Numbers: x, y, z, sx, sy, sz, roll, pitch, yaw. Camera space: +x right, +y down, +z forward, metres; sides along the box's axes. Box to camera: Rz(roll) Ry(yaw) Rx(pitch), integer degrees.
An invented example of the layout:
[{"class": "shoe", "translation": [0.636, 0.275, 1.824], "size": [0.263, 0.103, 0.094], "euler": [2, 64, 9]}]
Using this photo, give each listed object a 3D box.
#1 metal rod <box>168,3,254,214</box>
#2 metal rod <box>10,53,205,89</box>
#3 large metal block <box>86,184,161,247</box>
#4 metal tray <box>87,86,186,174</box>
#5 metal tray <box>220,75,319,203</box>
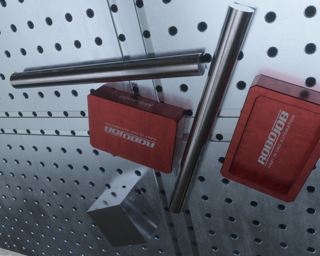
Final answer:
[{"class": "metal rod", "translation": [0.051, 0.002, 0.384], "size": [0.025, 0.025, 0.298], "euler": [23, 127, 14]}, {"class": "metal rod", "translation": [-0.088, -0.072, 0.411], "size": [0.301, 0.025, 0.025], "euler": [1, 119, 27]}, {"class": "large metal block", "translation": [-0.060, 0.147, 0.516], "size": [0.080, 0.050, 0.080], "euler": [-22, 107, 35]}, {"class": "metal tray", "translation": [-0.035, 0.002, 0.426], "size": [0.130, 0.030, 0.089], "euler": [17, 125, 17]}, {"class": "metal tray", "translation": [0.129, 0.015, 0.348], "size": [0.090, 0.030, 0.129], "euler": [21, 126, 15]}]
